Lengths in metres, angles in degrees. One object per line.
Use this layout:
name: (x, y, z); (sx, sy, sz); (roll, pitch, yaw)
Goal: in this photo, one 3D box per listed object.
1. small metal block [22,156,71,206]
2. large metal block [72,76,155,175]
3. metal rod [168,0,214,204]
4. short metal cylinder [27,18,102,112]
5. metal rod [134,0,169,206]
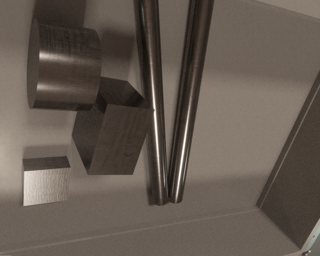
small metal block: (-0.138, 0.063, 0.373); (0.050, 0.025, 0.050); (-2, 119, -28)
large metal block: (-0.056, -0.004, 0.341); (0.050, 0.080, 0.079); (5, 116, -31)
metal rod: (0.036, -0.018, 0.419); (0.025, 0.025, 0.298); (-9, 123, -24)
short metal cylinder: (-0.092, -0.056, 0.289); (0.050, 0.080, 0.079); (2, 118, -30)
metal rod: (-0.007, -0.013, 0.398); (0.025, 0.025, 0.298); (-17, 125, -19)
